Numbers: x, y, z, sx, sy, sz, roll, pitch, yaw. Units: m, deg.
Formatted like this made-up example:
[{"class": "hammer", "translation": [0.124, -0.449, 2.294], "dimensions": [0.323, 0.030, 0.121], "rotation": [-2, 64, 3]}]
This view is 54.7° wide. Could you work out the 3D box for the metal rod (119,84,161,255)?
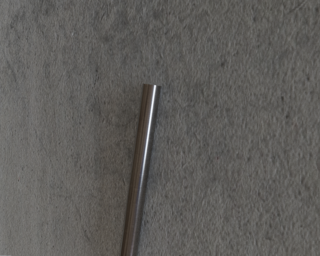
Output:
[{"class": "metal rod", "translation": [-0.032, 0.089, 0.428], "dimensions": [0.025, 0.025, 0.298], "rotation": [14, 99, 39]}]
